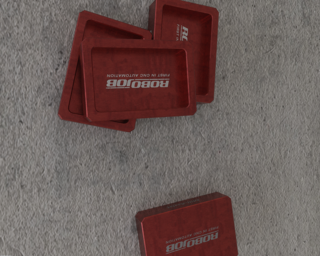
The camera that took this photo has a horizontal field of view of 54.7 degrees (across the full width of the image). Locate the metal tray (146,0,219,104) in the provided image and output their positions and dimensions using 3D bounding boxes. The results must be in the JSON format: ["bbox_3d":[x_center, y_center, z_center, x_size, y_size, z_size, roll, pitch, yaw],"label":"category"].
[{"bbox_3d":[0.029,-0.100,0.416,0.091,0.030,0.129,4,89,-20],"label":"metal tray"}]

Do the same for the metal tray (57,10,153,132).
[{"bbox_3d":[-0.067,-0.066,0.381,0.091,0.030,0.129,12,86,-20],"label":"metal tray"}]

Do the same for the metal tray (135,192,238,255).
[{"bbox_3d":[0.038,0.146,0.421,0.131,0.030,0.089,-9,93,-20],"label":"metal tray"}]

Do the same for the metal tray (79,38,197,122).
[{"bbox_3d":[-0.024,-0.056,0.364,0.131,0.030,0.089,-4,92,-20],"label":"metal tray"}]
